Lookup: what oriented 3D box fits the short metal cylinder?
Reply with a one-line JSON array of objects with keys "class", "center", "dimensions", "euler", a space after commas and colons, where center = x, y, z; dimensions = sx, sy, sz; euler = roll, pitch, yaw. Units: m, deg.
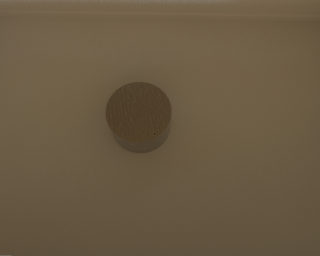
[{"class": "short metal cylinder", "center": [-0.026, -0.012, 0.401], "dimensions": [0.080, 0.050, 0.080], "euler": [0, 70, 0]}]
